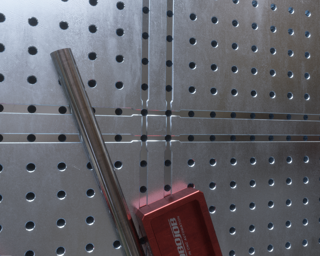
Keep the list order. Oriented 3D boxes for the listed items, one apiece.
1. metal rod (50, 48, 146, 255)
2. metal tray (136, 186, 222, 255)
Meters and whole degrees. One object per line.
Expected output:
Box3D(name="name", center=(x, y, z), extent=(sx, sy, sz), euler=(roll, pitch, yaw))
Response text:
Box3D(name="metal rod", center=(-0.071, 0.050, 0.386), extent=(0.025, 0.025, 0.298), euler=(-21, 97, -19))
Box3D(name="metal tray", center=(0.031, 0.157, 0.421), extent=(0.091, 0.030, 0.129), euler=(-20, 97, -19))
